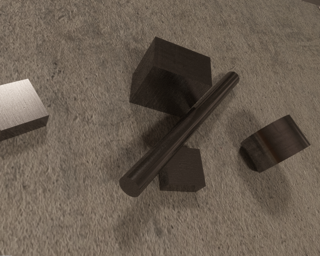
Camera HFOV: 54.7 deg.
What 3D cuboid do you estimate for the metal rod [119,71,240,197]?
[{"bbox_3d":[0.046,-0.013,0.415,0.025,0.025,0.302,45,44,2],"label":"metal rod"}]

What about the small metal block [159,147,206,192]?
[{"bbox_3d":[0.026,0.052,0.388,0.050,0.025,0.050,8,58,-24],"label":"small metal block"}]

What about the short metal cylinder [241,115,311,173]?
[{"bbox_3d":[0.165,0.023,0.446,0.081,0.080,0.050,-19,72,-35],"label":"short metal cylinder"}]

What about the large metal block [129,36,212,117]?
[{"bbox_3d":[0.013,-0.064,0.416,0.081,0.080,0.050,16,56,-20],"label":"large metal block"}]

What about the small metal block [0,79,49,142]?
[{"bbox_3d":[-0.156,-0.020,0.333,0.050,0.025,0.050,-25,75,-37],"label":"small metal block"}]
